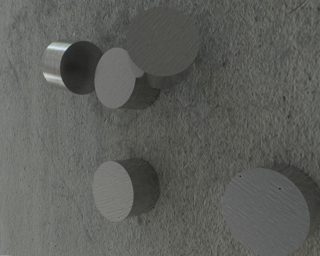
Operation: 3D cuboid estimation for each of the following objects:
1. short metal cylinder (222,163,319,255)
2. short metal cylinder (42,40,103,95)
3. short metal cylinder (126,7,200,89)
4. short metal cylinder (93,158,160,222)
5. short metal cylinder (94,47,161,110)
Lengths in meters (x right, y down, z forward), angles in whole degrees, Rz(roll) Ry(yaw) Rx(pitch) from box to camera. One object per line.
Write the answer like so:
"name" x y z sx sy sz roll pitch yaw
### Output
"short metal cylinder" 0.109 0.076 0.299 0.080 0.050 0.080 0 90 40
"short metal cylinder" -0.132 -0.095 0.478 0.050 0.081 0.079 17 101 39
"short metal cylinder" 0.002 -0.091 0.360 0.081 0.050 0.080 0 82 -2
"short metal cylinder" -0.047 0.083 0.428 0.080 0.050 0.080 0 90 40
"short metal cylinder" -0.044 -0.066 0.426 0.080 0.050 0.080 0 90 40
